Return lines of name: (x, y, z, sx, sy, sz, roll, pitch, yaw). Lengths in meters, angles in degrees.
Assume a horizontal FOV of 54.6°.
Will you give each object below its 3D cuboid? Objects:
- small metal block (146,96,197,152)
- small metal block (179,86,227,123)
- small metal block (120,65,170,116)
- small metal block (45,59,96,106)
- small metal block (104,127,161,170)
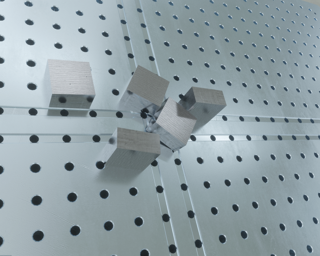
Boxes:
small metal block: (0.017, -0.005, 0.416, 0.050, 0.025, 0.050, 38, 51, -13)
small metal block: (0.057, -0.032, 0.442, 0.050, 0.050, 0.025, 4, 60, -27)
small metal block: (-0.020, -0.052, 0.429, 0.050, 0.025, 0.050, 27, 52, -11)
small metal block: (-0.111, -0.055, 0.382, 0.050, 0.025, 0.050, -2, 63, -29)
small metal block: (-0.033, 0.026, 0.358, 0.050, 0.050, 0.025, 10, 58, -23)
